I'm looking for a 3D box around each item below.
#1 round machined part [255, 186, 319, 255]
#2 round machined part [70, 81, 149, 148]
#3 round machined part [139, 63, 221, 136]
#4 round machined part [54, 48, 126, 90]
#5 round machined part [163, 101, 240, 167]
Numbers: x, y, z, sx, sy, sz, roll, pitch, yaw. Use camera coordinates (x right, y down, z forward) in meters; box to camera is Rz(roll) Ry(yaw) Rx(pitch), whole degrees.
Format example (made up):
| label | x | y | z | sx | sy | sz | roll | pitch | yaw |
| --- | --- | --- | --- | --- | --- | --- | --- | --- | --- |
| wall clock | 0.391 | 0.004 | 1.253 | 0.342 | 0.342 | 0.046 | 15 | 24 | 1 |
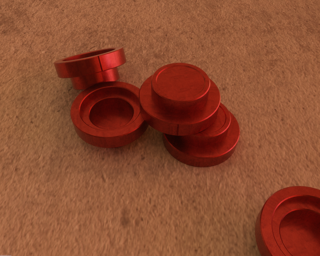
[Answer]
| label | x | y | z | sx | sy | sz | roll | pitch | yaw |
| --- | --- | --- | --- | --- | --- | --- | --- | --- | --- |
| round machined part | 0.142 | 0.110 | 0.302 | 0.099 | 0.042 | 0.098 | 0 | 50 | 0 |
| round machined part | -0.062 | -0.013 | 0.402 | 0.099 | 0.042 | 0.098 | 0 | 50 | 0 |
| round machined part | 0.024 | -0.041 | 0.373 | 0.099 | 0.042 | 0.098 | 0 | 50 | 0 |
| round machined part | -0.096 | -0.084 | 0.443 | 0.099 | 0.042 | 0.098 | -10 | 20 | 4 |
| round machined part | 0.053 | -0.002 | 0.395 | 0.099 | 0.042 | 0.098 | 0 | 50 | 0 |
